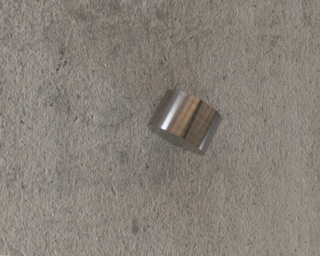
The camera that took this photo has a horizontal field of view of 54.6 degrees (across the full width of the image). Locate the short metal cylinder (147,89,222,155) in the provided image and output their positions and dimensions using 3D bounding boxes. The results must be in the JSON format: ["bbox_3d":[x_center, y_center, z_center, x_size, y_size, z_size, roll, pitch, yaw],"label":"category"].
[{"bbox_3d":[0.031,-0.006,0.391,0.080,0.080,0.050,31,80,-18],"label":"short metal cylinder"}]
